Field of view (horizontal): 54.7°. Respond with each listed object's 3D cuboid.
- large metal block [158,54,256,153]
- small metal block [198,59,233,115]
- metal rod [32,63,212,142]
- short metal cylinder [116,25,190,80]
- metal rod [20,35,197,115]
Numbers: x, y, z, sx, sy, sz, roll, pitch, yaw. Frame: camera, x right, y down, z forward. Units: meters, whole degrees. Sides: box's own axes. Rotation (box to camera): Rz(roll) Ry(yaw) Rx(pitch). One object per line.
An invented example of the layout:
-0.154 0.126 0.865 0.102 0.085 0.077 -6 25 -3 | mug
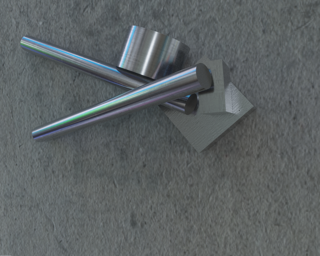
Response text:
0.057 -0.027 0.375 0.080 0.050 0.080 -43 76 16 | large metal block
0.057 -0.040 0.320 0.025 0.050 0.050 -4 89 20 | small metal block
-0.072 -0.019 0.378 0.300 0.025 0.025 -14 85 40 | metal rod
-0.009 -0.087 0.385 0.080 0.080 0.050 22 97 18 | short metal cylinder
-0.086 -0.079 0.409 0.300 0.025 0.025 24 98 29 | metal rod
